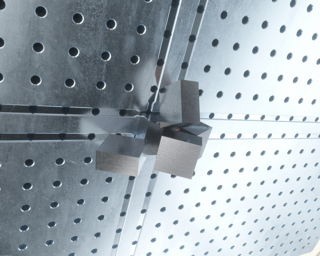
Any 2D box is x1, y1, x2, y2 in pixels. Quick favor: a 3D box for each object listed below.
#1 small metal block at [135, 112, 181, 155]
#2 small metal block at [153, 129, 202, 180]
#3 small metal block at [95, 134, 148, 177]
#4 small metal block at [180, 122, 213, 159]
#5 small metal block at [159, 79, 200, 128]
[{"bbox_3d":[-0.003,0.009,0.414,0.050,0.025,0.050,2,117,-29],"label":"small metal block"},{"bbox_3d":[0.023,0.032,0.395,0.050,0.025,0.050,14,115,1],"label":"small metal block"},{"bbox_3d":[-0.045,0.032,0.376,0.050,0.050,0.025,9,113,6],"label":"small metal block"},{"bbox_3d":[0.045,0.021,0.434,0.050,0.025,0.050,-22,134,-55],"label":"small metal block"},{"bbox_3d":[0.023,-0.027,0.377,0.025,0.050,0.050,3,81,-29],"label":"small metal block"}]
